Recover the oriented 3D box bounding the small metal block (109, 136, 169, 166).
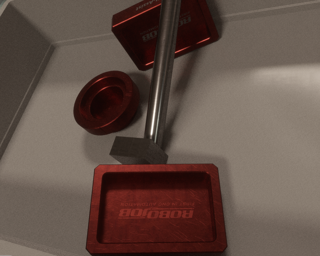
[{"bbox_3d":[-0.025,0.034,0.381,0.050,0.050,0.025,3,64,29],"label":"small metal block"}]

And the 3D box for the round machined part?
[{"bbox_3d":[-0.073,-0.032,0.451,0.098,0.042,0.098,-13,56,20],"label":"round machined part"}]

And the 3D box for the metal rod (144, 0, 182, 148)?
[{"bbox_3d":[0.010,-0.124,0.384,0.025,0.025,0.298,11,96,32],"label":"metal rod"}]

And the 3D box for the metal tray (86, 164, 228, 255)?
[{"bbox_3d":[-0.003,0.084,0.318,0.131,0.030,0.090,0,58,-1],"label":"metal tray"}]

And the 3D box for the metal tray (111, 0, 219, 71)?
[{"bbox_3d":[0.008,-0.143,0.444,0.130,0.090,0.030,-20,49,16],"label":"metal tray"}]
